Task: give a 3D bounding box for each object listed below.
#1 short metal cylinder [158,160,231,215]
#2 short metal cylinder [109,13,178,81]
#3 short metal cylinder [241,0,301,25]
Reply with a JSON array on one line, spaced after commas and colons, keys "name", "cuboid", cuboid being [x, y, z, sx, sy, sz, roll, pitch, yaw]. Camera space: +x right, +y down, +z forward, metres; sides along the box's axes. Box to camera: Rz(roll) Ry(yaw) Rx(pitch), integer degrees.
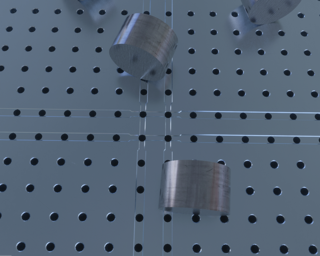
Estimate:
[{"name": "short metal cylinder", "cuboid": [0.040, 0.071, 0.357, 0.080, 0.080, 0.050, 5, 70, 1]}, {"name": "short metal cylinder", "cuboid": [-0.022, -0.108, 0.422, 0.080, 0.080, 0.050, 20, 71, 6]}, {"name": "short metal cylinder", "cuboid": [0.162, -0.200, 0.458, 0.081, 0.080, 0.050, -14, 71, -5]}]
